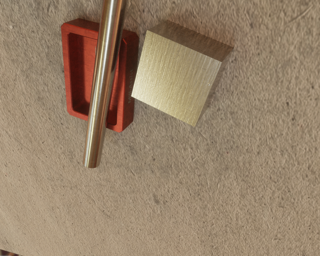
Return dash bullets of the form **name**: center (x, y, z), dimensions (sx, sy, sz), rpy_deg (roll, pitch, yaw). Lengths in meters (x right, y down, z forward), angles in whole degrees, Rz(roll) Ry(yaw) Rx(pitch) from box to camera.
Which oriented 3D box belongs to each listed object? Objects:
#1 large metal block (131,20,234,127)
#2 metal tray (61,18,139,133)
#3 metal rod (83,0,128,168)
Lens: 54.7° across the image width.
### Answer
- **large metal block**: center (0.023, -0.061, 0.340), dimensions (0.080, 0.050, 0.079), rpy_deg (27, 128, 11)
- **metal tray**: center (-0.078, -0.066, 0.402), dimensions (0.090, 0.030, 0.129), rpy_deg (19, 126, 16)
- **metal rod**: center (-0.064, -0.065, 0.358), dimensions (0.025, 0.025, 0.298), rpy_deg (26, 127, 12)
